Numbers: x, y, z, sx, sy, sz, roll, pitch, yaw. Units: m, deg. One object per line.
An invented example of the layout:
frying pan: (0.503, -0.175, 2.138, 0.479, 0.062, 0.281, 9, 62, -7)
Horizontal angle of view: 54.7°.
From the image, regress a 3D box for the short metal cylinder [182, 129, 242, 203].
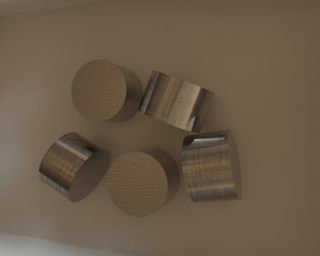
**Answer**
short metal cylinder: (0.062, 0.044, 0.357, 0.050, 0.080, 0.080, -10, 87, 19)

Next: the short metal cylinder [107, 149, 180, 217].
short metal cylinder: (-0.020, 0.068, 0.402, 0.080, 0.050, 0.079, 0, 90, 19)

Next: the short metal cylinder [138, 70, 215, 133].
short metal cylinder: (0.020, -0.032, 0.373, 0.080, 0.080, 0.050, 23, 98, 18)

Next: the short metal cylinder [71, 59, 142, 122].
short metal cylinder: (-0.071, -0.048, 0.419, 0.080, 0.050, 0.079, 0, 90, 19)

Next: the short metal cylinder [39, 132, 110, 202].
short metal cylinder: (-0.113, 0.052, 0.417, 0.050, 0.080, 0.080, 29, 99, 17)
